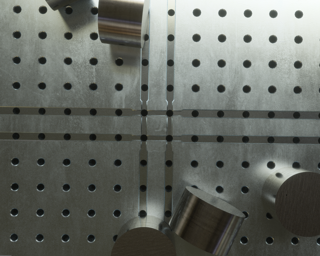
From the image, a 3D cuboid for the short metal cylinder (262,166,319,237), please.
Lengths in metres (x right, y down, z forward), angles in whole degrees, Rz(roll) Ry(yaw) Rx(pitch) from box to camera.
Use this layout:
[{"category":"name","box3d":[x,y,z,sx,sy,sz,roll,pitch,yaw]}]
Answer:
[{"category":"short metal cylinder","box3d":[0.180,0.093,0.402,0.081,0.050,0.079,0,90,0]}]

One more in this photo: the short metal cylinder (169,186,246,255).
[{"category":"short metal cylinder","box3d":[0.058,0.114,0.386,0.080,0.080,0.050,25,90,0]}]

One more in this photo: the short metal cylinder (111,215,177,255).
[{"category":"short metal cylinder","box3d":[-0.020,0.160,0.401,0.081,0.050,0.079,0,90,0]}]

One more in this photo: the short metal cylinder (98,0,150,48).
[{"category":"short metal cylinder","box3d":[-0.043,-0.143,0.385,0.050,0.080,0.080,8,90,0]}]

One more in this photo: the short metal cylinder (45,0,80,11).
[{"category":"short metal cylinder","box3d":[-0.128,-0.195,0.385,0.050,0.080,0.080,-24,90,0]}]
